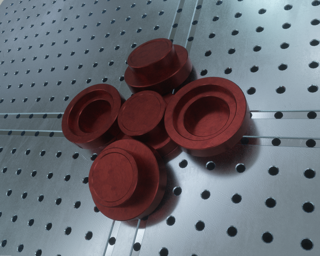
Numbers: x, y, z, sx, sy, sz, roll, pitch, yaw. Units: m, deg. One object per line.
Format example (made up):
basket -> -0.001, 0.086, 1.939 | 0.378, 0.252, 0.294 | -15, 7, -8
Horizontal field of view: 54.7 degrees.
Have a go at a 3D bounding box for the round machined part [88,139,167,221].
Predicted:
round machined part -> -0.045, 0.060, 0.368 | 0.098, 0.042, 0.098 | -8, 73, 26

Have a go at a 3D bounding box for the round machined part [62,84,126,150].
round machined part -> -0.089, -0.013, 0.450 | 0.098, 0.042, 0.098 | -13, 56, 20

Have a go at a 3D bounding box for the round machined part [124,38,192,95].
round machined part -> -0.007, -0.091, 0.441 | 0.098, 0.042, 0.098 | -16, 41, 15

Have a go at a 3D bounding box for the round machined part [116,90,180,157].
round machined part -> -0.016, -0.011, 0.410 | 0.098, 0.042, 0.098 | -13, 56, 20

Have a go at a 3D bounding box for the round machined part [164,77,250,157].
round machined part -> 0.058, -0.010, 0.371 | 0.098, 0.042, 0.098 | -13, 56, 20
